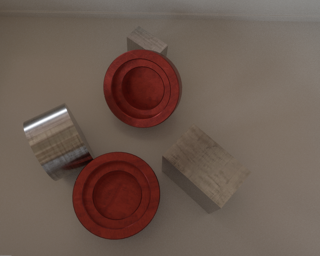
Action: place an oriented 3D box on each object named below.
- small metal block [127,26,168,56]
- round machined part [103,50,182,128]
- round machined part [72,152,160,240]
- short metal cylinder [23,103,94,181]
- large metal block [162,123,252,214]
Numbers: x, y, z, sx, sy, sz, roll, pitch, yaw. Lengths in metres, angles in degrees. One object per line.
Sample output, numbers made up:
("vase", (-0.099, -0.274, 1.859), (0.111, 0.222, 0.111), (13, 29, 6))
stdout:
("small metal block", (-0.018, -0.105, 0.434), (0.050, 0.050, 0.025), (36, 68, 12))
("round machined part", (-0.020, -0.052, 0.403), (0.098, 0.042, 0.097), (3, 104, 13))
("round machined part", (-0.050, 0.080, 0.369), (0.099, 0.042, 0.098), (1, 72, -3))
("short metal cylinder", (-0.119, 0.016, 0.373), (0.050, 0.080, 0.080), (-27, 73, -10))
("large metal block", (0.049, 0.051, 0.362), (0.080, 0.080, 0.050), (41, 75, 13))
